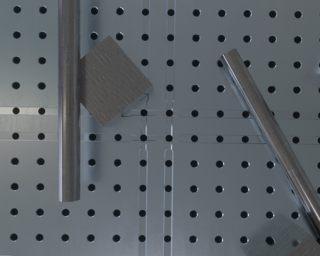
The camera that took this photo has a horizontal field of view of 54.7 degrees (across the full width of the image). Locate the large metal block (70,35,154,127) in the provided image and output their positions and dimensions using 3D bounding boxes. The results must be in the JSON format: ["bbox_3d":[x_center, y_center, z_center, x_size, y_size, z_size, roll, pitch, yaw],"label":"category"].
[{"bbox_3d":[-0.066,-0.057,0.400,0.080,0.050,0.080,-41,90,0],"label":"large metal block"}]

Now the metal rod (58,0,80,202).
[{"bbox_3d":[-0.106,-0.065,0.362,0.025,0.025,0.298,0,90,0],"label":"metal rod"}]

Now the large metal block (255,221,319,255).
[{"bbox_3d":[0.180,0.185,0.403,0.080,0.050,0.080,-42,90,0],"label":"large metal block"}]

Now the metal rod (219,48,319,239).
[{"bbox_3d":[0.163,0.031,0.414,0.025,0.025,0.299,-29,90,0],"label":"metal rod"}]
